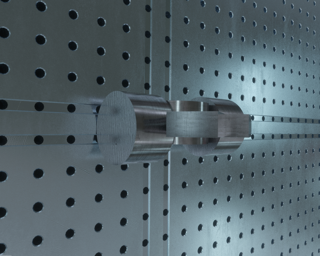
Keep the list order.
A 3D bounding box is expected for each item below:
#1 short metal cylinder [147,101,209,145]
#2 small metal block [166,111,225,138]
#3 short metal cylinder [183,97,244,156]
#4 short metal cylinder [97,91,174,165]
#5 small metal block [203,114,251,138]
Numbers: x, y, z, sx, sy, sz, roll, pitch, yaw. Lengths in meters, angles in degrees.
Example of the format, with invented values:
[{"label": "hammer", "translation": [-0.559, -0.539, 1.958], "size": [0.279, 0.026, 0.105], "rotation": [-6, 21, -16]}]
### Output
[{"label": "short metal cylinder", "translation": [0.021, -0.006, 0.391], "size": [0.081, 0.080, 0.050], "rotation": [1, 89, -40]}, {"label": "small metal block", "translation": [0.038, -0.003, 0.319], "size": [0.050, 0.050, 0.025], "rotation": [1, 90, -72]}, {"label": "short metal cylinder", "translation": [0.071, -0.002, 0.432], "size": [0.050, 0.080, 0.080], "rotation": [1, 90, -39]}, {"label": "short metal cylinder", "translation": [-0.029, 0.000, 0.348], "size": [0.050, 0.080, 0.080], "rotation": [1, 89, -40]}, {"label": "small metal block", "translation": [0.078, -0.002, 0.359], "size": [0.050, 0.050, 0.025], "rotation": [1, 90, -71]}]
